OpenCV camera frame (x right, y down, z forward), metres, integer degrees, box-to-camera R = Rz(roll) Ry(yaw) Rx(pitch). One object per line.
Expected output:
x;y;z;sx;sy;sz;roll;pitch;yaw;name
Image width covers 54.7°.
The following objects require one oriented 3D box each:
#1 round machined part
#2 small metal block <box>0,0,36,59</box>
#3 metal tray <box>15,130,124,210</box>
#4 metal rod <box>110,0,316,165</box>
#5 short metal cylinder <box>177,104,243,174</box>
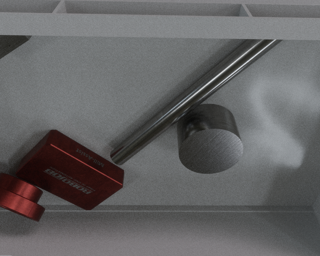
-0.217;0.101;0.462;0.098;0.042;0.098;18;155;9;round machined part
-0.168;-0.104;0.318;0.050;0.025;0.050;-25;126;19;small metal block
-0.130;0.067;0.461;0.130;0.030;0.090;36;121;-27;metal tray
0.043;-0.040;0.375;0.025;0.025;0.299;36;121;-27;metal rod
0.064;0.015;0.407;0.081;0.050;0.079;0;130;0;short metal cylinder
